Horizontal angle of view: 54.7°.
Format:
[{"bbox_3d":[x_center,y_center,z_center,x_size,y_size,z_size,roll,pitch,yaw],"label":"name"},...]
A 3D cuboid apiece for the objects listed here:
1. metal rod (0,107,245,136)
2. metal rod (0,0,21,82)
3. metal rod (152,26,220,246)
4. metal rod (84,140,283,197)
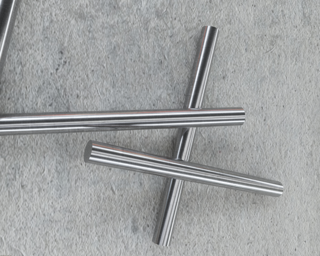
[{"bbox_3d":[-0.039,-0.010,0.377,0.302,0.025,0.025,-2,91,-14],"label":"metal rod"},{"bbox_3d":[-0.177,-0.079,0.329,0.025,0.025,0.299,13,81,-20],"label":"metal rod"},{"bbox_3d":[0.036,0.007,0.422,0.025,0.025,0.299,15,85,-20],"label":"metal rod"},{"bbox_3d":[0.051,0.059,0.403,0.302,0.025,0.025,15,85,-29],"label":"metal rod"}]
